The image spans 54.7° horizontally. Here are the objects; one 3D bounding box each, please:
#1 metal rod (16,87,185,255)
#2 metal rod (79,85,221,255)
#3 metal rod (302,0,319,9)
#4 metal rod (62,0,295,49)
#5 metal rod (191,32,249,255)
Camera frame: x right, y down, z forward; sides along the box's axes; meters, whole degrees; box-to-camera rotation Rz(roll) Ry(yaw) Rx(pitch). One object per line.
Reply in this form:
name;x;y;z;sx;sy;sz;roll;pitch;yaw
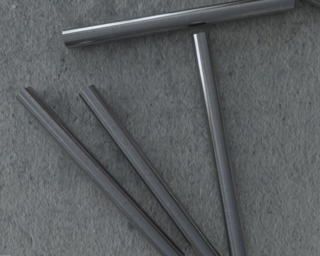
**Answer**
metal rod;-0.078;0.065;0.408;0.025;0.025;0.300;-42;91;0
metal rod;-0.008;0.071;0.409;0.025;0.025;0.299;-36;90;0
metal rod;0.139;-0.210;0.411;0.301;0.025;0.025;26;90;-1
metal rod;0.025;-0.143;0.410;0.302;0.025;0.025;-10;90;-1
metal rod;0.079;0.024;0.411;0.025;0.025;0.298;-10;90;0
